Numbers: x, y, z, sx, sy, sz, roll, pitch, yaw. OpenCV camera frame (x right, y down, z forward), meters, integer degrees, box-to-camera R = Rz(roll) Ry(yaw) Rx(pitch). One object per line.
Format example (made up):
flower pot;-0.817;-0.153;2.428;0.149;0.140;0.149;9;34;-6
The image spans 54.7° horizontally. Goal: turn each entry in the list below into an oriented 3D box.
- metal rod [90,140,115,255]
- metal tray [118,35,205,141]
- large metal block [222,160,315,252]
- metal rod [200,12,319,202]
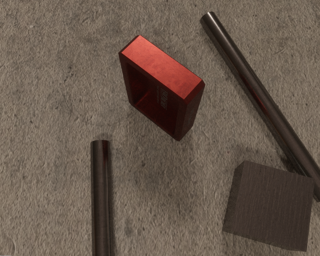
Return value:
metal rod;-0.063;0.159;0.349;0.025;0.025;0.299;-5;70;-2
metal tray;0.001;-0.040;0.367;0.090;0.130;0.030;38;75;12
large metal block;0.125;0.091;0.363;0.080;0.050;0.080;15;71;5
metal rod;0.138;-0.041;0.424;0.025;0.025;0.299;-25;72;-9
